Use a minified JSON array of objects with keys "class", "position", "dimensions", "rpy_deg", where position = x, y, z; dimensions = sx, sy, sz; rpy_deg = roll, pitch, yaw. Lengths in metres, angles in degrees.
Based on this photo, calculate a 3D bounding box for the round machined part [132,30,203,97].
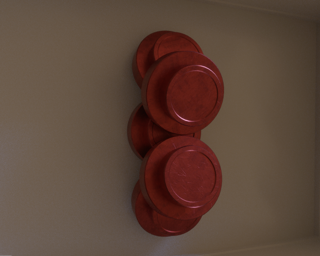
[{"class":"round machined part","position":[0.017,-0.082,0.394],"dimensions":[0.099,0.042,0.098],"rpy_deg":[6,72,-19]}]

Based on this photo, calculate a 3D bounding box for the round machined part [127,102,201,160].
[{"class":"round machined part","position":[0.010,0.004,0.404],"dimensions":[0.099,0.042,0.097],"rpy_deg":[0,89,-20]}]

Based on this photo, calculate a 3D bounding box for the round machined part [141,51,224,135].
[{"class":"round machined part","position":[0.031,-0.039,0.357],"dimensions":[0.099,0.042,0.097],"rpy_deg":[-5,104,-19]}]

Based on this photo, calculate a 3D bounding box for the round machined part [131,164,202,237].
[{"class":"round machined part","position":[0.017,0.095,0.392],"dimensions":[0.099,0.042,0.097],"rpy_deg":[-6,107,-18]}]

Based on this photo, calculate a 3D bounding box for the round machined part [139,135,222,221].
[{"class":"round machined part","position":[0.029,0.056,0.356],"dimensions":[0.099,0.042,0.098],"rpy_deg":[4,77,-19]}]
